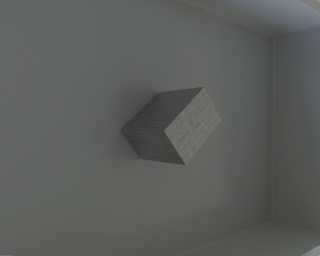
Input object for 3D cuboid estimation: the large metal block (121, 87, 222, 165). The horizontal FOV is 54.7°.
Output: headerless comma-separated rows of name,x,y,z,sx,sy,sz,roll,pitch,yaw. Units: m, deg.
large metal block,0.014,-0.004,0.381,0.080,0.080,0.050,-47,119,-30
